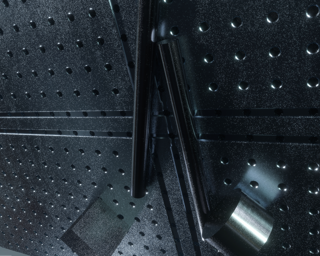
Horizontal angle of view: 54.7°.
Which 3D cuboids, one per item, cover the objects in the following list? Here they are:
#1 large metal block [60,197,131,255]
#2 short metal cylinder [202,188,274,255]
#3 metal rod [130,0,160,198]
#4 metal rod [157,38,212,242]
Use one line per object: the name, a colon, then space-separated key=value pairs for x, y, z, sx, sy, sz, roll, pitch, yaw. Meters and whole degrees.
large metal block: x=-0.113 y=0.186 z=0.551 sx=0.080 sy=0.080 sz=0.050 roll=45 pitch=129 yaw=-3
short metal cylinder: x=0.099 y=0.125 z=0.401 sx=0.050 sy=0.080 sz=0.080 roll=38 pitch=129 yaw=2
metal rod: x=-0.023 y=-0.020 z=0.410 sx=0.025 sy=0.025 sz=0.298 roll=18 pitch=126 yaw=18
metal rod: x=0.042 y=0.034 z=0.409 sx=0.025 sy=0.025 sz=0.298 roll=0 pitch=119 yaw=28
